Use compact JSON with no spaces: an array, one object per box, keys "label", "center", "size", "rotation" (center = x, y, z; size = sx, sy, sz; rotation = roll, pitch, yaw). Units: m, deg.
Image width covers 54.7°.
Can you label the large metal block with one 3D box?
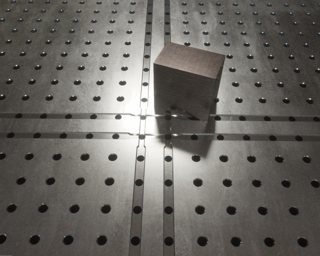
[{"label":"large metal block","center":[0.038,-0.063,0.425],"size":[0.080,0.080,0.050],"rotation":[17,52,13]}]
